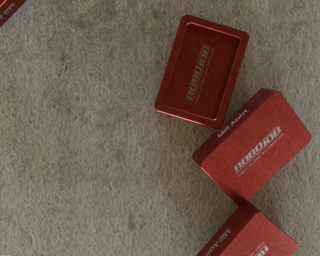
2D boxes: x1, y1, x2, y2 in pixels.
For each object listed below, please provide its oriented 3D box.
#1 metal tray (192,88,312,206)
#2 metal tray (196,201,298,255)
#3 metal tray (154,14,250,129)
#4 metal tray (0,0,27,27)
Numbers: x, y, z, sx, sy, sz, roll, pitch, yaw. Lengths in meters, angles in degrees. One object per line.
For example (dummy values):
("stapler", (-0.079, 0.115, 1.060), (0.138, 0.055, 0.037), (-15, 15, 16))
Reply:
("metal tray", (0.117, 0.024, 0.394), (0.130, 0.030, 0.090), (-44, 112, 0))
("metal tray", (0.101, 0.169, 0.394), (0.090, 0.030, 0.130), (41, 90, -21))
("metal tray", (0.053, -0.072, 0.408), (0.090, 0.030, 0.129), (17, 90, -1))
("metal tray", (-0.227, -0.175, 0.388), (0.130, 0.030, 0.090), (-38, 91, 13))
